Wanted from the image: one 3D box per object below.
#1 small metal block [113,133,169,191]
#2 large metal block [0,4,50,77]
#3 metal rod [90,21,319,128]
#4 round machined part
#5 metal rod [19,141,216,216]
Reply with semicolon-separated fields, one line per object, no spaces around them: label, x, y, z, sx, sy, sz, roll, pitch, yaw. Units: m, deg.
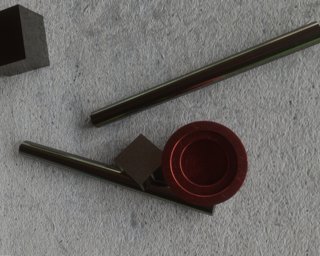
small metal block;-0.023;0.044;0.402;0.050;0.025;0.050;39;73;23
large metal block;-0.223;-0.130;0.472;0.080;0.050;0.080;-10;87;19
metal rod;0.043;-0.060;0.393;0.300;0.025;0.025;-20;84;18
round machined part;0.054;0.041;0.375;0.098;0.042;0.097;-1;86;11
metal rod;-0.071;0.064;0.432;0.301;0.025;0.025;13;95;19
